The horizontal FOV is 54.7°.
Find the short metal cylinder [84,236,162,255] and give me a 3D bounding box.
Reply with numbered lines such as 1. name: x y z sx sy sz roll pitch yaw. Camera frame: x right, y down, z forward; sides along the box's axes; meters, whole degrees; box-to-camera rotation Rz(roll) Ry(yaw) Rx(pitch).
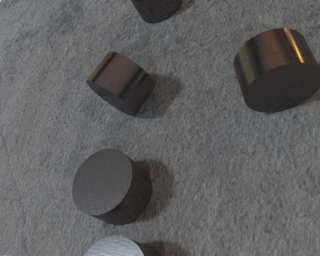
1. short metal cylinder: -0.037 0.155 0.311 0.080 0.050 0.080 -13 56 20

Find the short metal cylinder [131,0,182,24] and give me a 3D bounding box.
1. short metal cylinder: -0.008 -0.227 0.530 0.080 0.050 0.080 -13 56 20

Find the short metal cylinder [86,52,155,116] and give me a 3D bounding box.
1. short metal cylinder: -0.054 -0.060 0.433 0.080 0.080 0.050 26 76 36

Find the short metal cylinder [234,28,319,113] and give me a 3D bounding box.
1. short metal cylinder: 0.127 -0.060 0.339 0.080 0.080 0.050 -18 55 17

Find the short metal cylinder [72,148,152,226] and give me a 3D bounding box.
1. short metal cylinder: -0.057 0.071 0.372 0.080 0.050 0.080 -13 56 20
